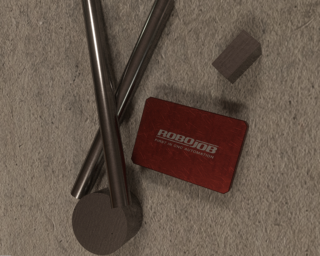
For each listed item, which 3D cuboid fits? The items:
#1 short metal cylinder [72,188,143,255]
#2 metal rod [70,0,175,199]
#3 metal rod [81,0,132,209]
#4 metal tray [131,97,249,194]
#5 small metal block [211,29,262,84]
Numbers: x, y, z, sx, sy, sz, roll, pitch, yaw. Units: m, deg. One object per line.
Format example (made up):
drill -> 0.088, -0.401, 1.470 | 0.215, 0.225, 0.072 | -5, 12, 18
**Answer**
short metal cylinder -> -0.070, 0.122, 0.419 | 0.080, 0.050, 0.079 | 0, 90, 19
metal rod -> -0.055, -0.036, 0.427 | 0.025, 0.025, 0.298 | 28, 99, 17
metal rod -> -0.074, -0.047, 0.409 | 0.025, 0.025, 0.299 | -16, 76, 19
metal tray -> 0.036, 0.019, 0.393 | 0.130, 0.030, 0.089 | 16, 95, 18
small metal block -> 0.091, -0.081, 0.363 | 0.025, 0.050, 0.050 | 46, 104, 14
